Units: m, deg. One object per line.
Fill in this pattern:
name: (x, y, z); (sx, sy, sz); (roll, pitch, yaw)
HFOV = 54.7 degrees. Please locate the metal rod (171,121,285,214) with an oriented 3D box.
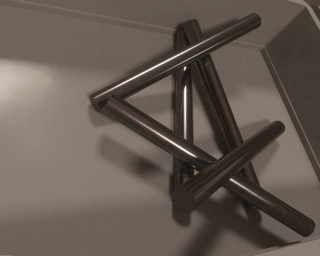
metal rod: (0.107, 0.032, 0.393); (0.302, 0.025, 0.025); (-20, 72, -52)

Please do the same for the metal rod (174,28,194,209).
metal rod: (0.035, -0.034, 0.446); (0.025, 0.025, 0.300); (16, 55, -20)

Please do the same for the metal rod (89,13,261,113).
metal rod: (0.037, -0.102, 0.443); (0.302, 0.025, 0.025); (-32, 80, -24)

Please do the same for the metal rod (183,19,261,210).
metal rod: (0.090, -0.031, 0.458); (0.025, 0.025, 0.299); (-6, 70, -31)

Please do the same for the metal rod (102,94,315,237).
metal rod: (0.065, 0.050, 0.379); (0.301, 0.025, 0.025); (32, 51, -9)
